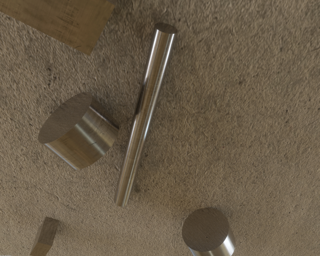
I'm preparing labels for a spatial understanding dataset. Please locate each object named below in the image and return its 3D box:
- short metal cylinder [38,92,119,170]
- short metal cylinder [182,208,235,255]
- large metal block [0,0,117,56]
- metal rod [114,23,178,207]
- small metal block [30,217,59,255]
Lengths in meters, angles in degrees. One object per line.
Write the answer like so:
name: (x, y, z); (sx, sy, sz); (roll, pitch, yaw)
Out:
short metal cylinder: (-0.097, 0.003, 0.372); (0.080, 0.080, 0.050); (-26, 126, 20)
short metal cylinder: (0.084, 0.185, 0.529); (0.080, 0.080, 0.050); (-16, 128, 13)
large metal block: (-0.082, -0.119, 0.269); (0.080, 0.080, 0.050); (25, 126, -20)
metal rod: (-0.028, 0.008, 0.413); (0.025, 0.025, 0.298); (10, 130, -9)
small metal block: (-0.207, 0.197, 0.556); (0.025, 0.050, 0.050); (24, 126, -19)
